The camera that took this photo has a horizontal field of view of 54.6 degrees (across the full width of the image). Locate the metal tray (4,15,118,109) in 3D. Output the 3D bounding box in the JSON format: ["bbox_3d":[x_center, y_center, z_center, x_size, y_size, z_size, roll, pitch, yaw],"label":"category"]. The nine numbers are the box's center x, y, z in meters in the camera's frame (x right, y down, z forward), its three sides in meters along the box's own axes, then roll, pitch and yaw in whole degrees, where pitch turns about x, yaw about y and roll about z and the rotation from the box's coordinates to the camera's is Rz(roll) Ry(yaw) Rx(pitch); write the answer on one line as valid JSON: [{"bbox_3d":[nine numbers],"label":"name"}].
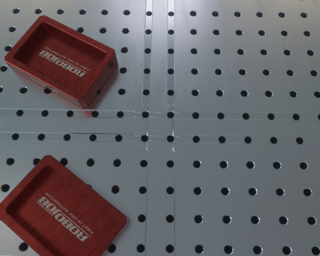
[{"bbox_3d":[-0.138,-0.096,0.443,0.130,0.030,0.090,28,72,9],"label":"metal tray"}]

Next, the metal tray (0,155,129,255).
[{"bbox_3d":[-0.114,0.105,0.369,0.130,0.030,0.090,36,74,12],"label":"metal tray"}]
